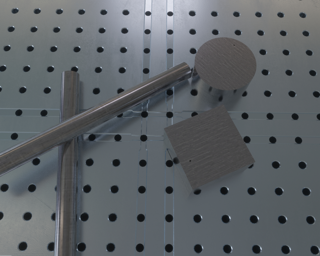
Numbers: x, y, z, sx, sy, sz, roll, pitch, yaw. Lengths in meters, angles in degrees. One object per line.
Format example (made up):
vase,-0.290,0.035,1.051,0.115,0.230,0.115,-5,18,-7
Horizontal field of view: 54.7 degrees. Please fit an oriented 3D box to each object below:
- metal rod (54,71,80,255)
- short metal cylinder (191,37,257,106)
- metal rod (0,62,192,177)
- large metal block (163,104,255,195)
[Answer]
metal rod,-0.116,0.065,0.386,0.025,0.025,0.299,-4,70,-2
short metal cylinder,0.086,-0.076,0.427,0.081,0.050,0.080,0,70,0
metal rod,-0.086,-0.013,0.393,0.302,0.025,0.025,-29,73,-19
large metal block,0.058,0.028,0.389,0.080,0.050,0.080,-22,72,-8
